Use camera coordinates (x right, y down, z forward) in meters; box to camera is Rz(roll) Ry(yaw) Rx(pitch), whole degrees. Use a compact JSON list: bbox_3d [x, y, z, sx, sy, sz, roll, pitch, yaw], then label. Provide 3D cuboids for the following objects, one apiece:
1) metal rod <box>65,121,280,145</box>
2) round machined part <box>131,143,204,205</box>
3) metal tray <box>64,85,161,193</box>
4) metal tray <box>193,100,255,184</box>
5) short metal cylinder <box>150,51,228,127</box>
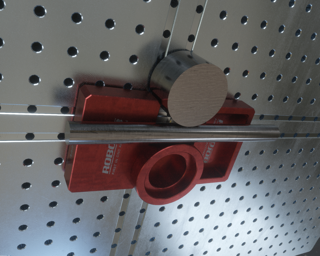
[{"bbox_3d":[0.037,0.006,0.391,0.303,0.025,0.025,0,118,-29],"label":"metal rod"},{"bbox_3d":[0.007,0.053,0.420,0.099,0.042,0.097,-14,124,-21],"label":"round machined part"},{"bbox_3d":[-0.060,0.016,0.379,0.091,0.030,0.129,3,117,-30],"label":"metal tray"},{"bbox_3d":[0.077,0.022,0.459,0.091,0.030,0.129,1,118,-29],"label":"metal tray"},{"bbox_3d":[0.035,-0.048,0.379,0.081,0.050,0.079,-14,124,-21],"label":"short metal cylinder"}]
